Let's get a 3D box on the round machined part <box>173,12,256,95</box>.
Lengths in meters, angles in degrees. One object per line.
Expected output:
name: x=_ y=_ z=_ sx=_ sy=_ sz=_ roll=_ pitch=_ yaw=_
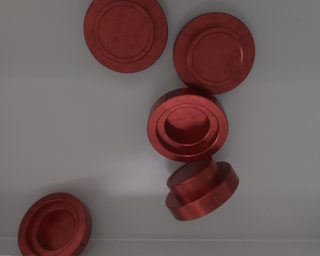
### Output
round machined part: x=0.065 y=-0.087 z=0.371 sx=0.099 sy=0.042 sz=0.097 roll=0 pitch=110 yaw=0

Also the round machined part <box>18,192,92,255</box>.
round machined part: x=-0.142 y=0.144 z=0.435 sx=0.098 sy=0.098 sz=0.042 roll=-13 pitch=147 yaw=4

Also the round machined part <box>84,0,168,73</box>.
round machined part: x=-0.040 y=-0.112 z=0.360 sx=0.099 sy=0.042 sz=0.097 roll=0 pitch=110 yaw=0

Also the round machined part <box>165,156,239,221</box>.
round machined part: x=0.048 y=0.071 z=0.400 sx=0.098 sy=0.098 sz=0.042 roll=-31 pitch=98 yaw=11

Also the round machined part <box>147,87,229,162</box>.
round machined part: x=0.034 y=-0.007 z=0.393 sx=0.099 sy=0.042 sz=0.097 roll=1 pitch=122 yaw=2
